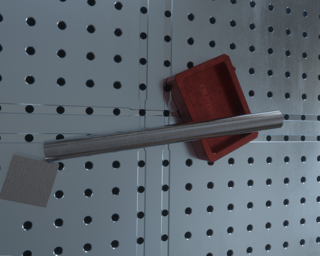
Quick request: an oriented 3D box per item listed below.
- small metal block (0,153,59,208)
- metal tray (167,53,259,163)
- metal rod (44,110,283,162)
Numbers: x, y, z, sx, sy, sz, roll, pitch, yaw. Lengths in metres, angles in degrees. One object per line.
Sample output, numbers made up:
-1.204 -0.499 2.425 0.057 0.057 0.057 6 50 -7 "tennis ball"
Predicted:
-0.150 0.060 0.358 0.050 0.025 0.050 18 84 -20 "small metal block"
0.076 -0.028 0.439 0.091 0.030 0.129 -26 99 -18 "metal tray"
0.013 0.008 0.392 0.302 0.025 0.025 -8 93 -11 "metal rod"
